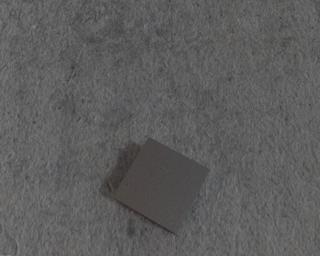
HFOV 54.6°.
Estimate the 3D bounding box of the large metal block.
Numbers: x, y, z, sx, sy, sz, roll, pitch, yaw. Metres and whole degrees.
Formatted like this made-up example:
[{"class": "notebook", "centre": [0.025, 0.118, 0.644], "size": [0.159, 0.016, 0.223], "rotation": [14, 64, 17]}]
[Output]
[{"class": "large metal block", "centre": [0.002, 0.070, 0.369], "size": [0.080, 0.050, 0.080], "rotation": [28, 72, 9]}]
